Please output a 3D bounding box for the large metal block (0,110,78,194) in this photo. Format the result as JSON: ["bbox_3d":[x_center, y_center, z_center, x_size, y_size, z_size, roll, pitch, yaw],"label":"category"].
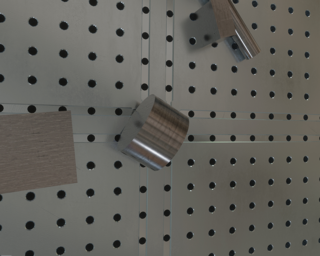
[{"bbox_3d":[-0.140,0.024,0.348,0.081,0.050,0.079,-5,92,-20],"label":"large metal block"}]

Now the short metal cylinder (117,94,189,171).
[{"bbox_3d":[-0.009,0.006,0.380,0.050,0.080,0.080,33,80,-17],"label":"short metal cylinder"}]

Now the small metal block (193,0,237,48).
[{"bbox_3d":[0.075,-0.144,0.426,0.025,0.050,0.050,-19,97,-19],"label":"small metal block"}]

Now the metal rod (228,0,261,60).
[{"bbox_3d":[0.053,-0.227,0.431,0.025,0.025,0.299,-40,103,-16],"label":"metal rod"}]
